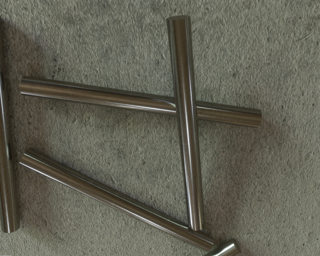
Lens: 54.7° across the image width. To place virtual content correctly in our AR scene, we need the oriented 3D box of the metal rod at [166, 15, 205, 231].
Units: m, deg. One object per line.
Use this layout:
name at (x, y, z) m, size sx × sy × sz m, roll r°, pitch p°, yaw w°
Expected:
metal rod at (0.037, 0.015, 0.393) m, size 0.025 × 0.025 × 0.298 m, roll -7°, pitch 119°, yaw 2°

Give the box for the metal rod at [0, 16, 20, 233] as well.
metal rod at (-0.210, 0.009, 0.410) m, size 0.025 × 0.025 × 0.298 m, roll 4°, pitch 110°, yaw -2°

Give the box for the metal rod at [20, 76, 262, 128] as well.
metal rod at (-0.021, -0.033, 0.397) m, size 0.302 × 0.025 × 0.025 m, roll 8°, pitch 110°, yaw -4°

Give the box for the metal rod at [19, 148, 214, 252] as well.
metal rod at (-0.054, 0.109, 0.449) m, size 0.301 × 0.025 × 0.025 m, roll 28°, pitch 107°, yaw -11°

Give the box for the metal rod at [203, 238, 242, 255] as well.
metal rod at (0.001, 0.270, 0.509) m, size 0.300 × 0.025 × 0.025 m, roll -37°, pitch 106°, yaw 12°
